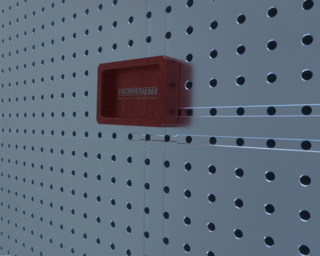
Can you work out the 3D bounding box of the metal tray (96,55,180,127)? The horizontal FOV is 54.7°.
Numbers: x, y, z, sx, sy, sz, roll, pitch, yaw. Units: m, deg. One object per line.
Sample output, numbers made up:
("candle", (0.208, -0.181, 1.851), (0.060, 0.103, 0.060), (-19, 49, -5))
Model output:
("metal tray", (-0.035, -0.048, 0.432), (0.130, 0.030, 0.089), (3, 92, 39))
